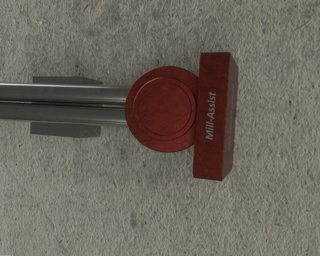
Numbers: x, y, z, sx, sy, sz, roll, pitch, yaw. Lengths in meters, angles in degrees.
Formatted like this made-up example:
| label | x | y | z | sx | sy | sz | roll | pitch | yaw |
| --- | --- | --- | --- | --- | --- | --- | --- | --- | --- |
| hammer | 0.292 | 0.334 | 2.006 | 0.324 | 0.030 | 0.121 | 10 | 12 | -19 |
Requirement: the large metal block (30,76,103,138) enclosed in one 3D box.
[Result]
| label | x | y | z | sx | sy | sz | roll | pitch | yaw |
| --- | --- | --- | --- | --- | --- | --- | --- | --- | --- |
| large metal block | -0.131 | -0.029 | 0.438 | 0.080 | 0.050 | 0.079 | 4 | 91 | 19 |

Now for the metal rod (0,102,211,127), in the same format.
| label | x | y | z | sx | sy | sz | roll | pitch | yaw |
| --- | --- | --- | --- | --- | --- | --- | --- | --- | --- |
| metal rod | -0.082 | -0.015 | 0.390 | 0.302 | 0.025 | 0.025 | 3 | 91 | 7 |

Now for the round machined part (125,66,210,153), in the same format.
| label | x | y | z | sx | sy | sz | roll | pitch | yaw |
| --- | --- | --- | --- | --- | --- | --- | --- | --- | --- |
| round machined part | 0.008 | -0.021 | 0.346 | 0.098 | 0.042 | 0.097 | 0 | 92 | 9 |

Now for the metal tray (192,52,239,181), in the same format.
| label | x | y | z | sx | sy | sz | roll | pitch | yaw |
| --- | --- | --- | --- | --- | --- | --- | --- | --- | --- |
| metal tray | 0.066 | -0.012 | 0.351 | 0.030 | 0.090 | 0.129 | 4 | 91 | 20 |

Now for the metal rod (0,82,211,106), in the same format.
| label | x | y | z | sx | sy | sz | roll | pitch | yaw |
| --- | --- | --- | --- | --- | --- | --- | --- | --- | --- |
| metal rod | -0.081 | -0.042 | 0.389 | 0.302 | 0.025 | 0.025 | 3 | 91 | 7 |
